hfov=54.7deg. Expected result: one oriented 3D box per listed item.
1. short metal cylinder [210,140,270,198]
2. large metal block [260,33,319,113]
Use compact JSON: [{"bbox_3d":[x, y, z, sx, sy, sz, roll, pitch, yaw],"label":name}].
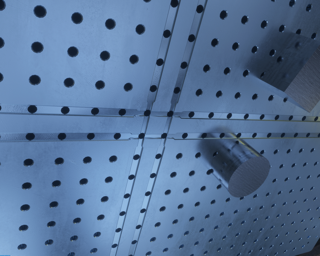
[{"bbox_3d":[0.131,0.066,0.508,0.081,0.050,0.079,-14,124,-21],"label":"short metal cylinder"},{"bbox_3d":[0.211,-0.080,0.461,0.080,0.050,0.080,25,105,-37],"label":"large metal block"}]
